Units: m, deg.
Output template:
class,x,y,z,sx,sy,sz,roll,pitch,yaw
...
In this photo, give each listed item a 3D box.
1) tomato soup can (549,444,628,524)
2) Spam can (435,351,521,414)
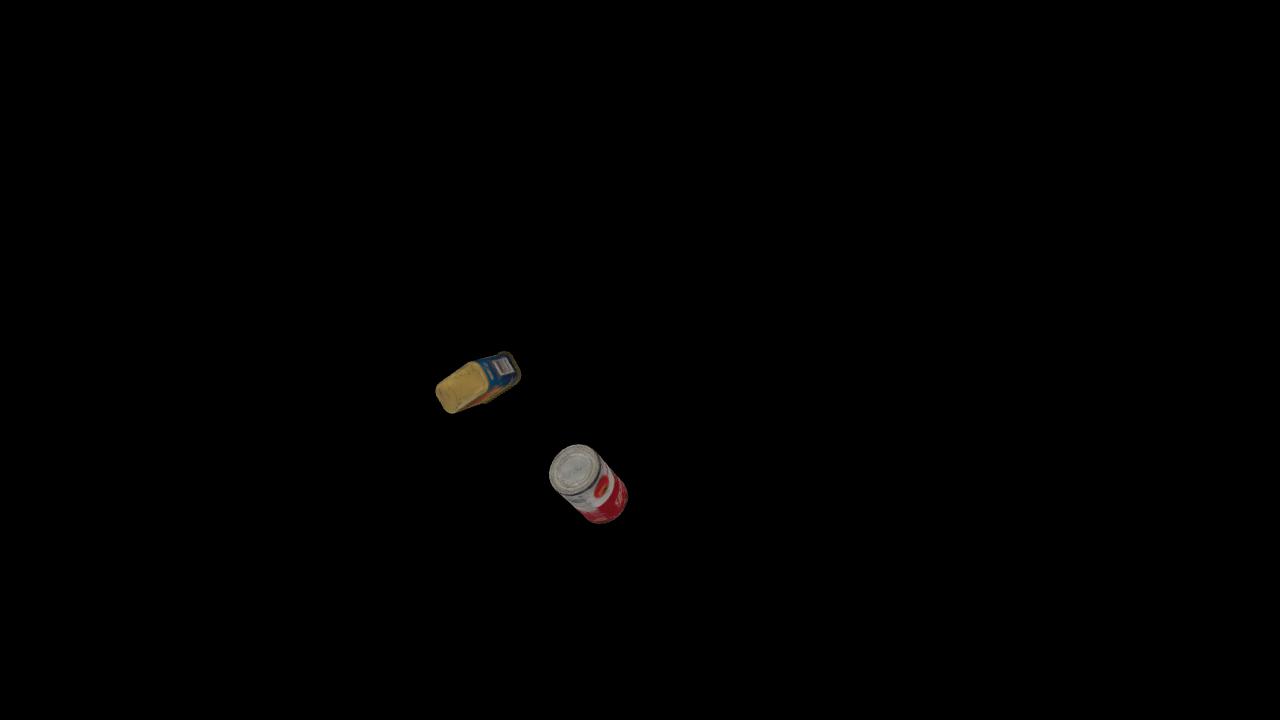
class,x,y,z,sx,sy,sz,roll,pitch,yaw
tomato soup can,-0.063,0.155,0.766,0.068,0.068,0.101,0,-33,22
Spam can,-0.247,0.034,0.941,0.101,0.058,0.085,-32,-4,23
